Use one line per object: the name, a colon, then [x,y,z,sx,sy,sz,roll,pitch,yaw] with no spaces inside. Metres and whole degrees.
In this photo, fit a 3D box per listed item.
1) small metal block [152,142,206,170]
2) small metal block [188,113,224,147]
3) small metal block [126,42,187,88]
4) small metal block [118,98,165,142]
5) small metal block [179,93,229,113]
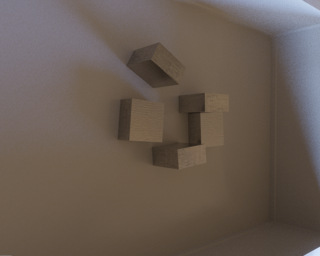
small metal block: [0.025,0.036,0.411,0.050,0.050,0.025,-7,95,-40]
small metal block: [0.069,0.002,0.464,0.050,0.025,0.050,-3,92,-40]
small metal block: [-0.005,-0.076,0.386,0.050,0.050,0.025,36,68,-34]
small metal block: [-0.023,-0.008,0.387,0.050,0.025,0.050,5,87,-40]
small metal block: [0.062,-0.035,0.442,0.050,0.050,0.025,-2,91,-40]
